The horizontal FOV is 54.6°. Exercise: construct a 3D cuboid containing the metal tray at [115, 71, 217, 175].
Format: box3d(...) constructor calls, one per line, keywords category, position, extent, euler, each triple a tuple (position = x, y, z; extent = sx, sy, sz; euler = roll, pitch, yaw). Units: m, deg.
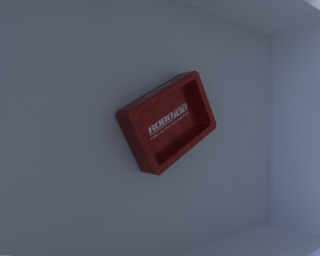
box3d(category="metal tray", position=(0.014, -0.010, 0.410), extent=(0.131, 0.030, 0.090), euler=(-35, 112, -35))
